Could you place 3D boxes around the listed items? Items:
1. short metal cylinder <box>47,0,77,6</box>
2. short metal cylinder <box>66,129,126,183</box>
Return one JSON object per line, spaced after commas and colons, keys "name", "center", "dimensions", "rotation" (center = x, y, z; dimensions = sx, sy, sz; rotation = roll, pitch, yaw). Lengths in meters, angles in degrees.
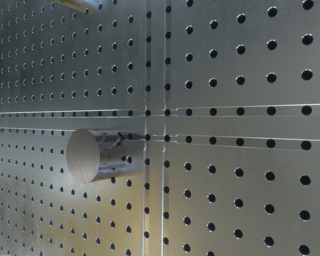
{"name": "short metal cylinder", "center": [-0.177, -0.259, 0.536], "dimensions": [0.080, 0.050, 0.079], "rotation": [0, 90, 39]}
{"name": "short metal cylinder", "center": [-0.098, 0.041, 0.471], "dimensions": [0.080, 0.050, 0.079], "rotation": [0, 90, 39]}
